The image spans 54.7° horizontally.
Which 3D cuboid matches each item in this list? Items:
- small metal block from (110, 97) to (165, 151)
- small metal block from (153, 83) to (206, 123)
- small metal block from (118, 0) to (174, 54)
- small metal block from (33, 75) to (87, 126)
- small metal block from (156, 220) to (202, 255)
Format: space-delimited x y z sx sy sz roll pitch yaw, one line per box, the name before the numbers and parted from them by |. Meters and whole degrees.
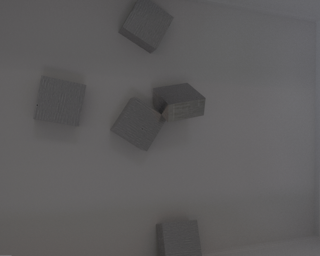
small metal block | -0.028 -0.005 0.400 0.050 0.025 0.050 35 79 -17
small metal block | 0.024 -0.034 0.403 0.050 0.050 0.025 -12 125 -20
small metal block | -0.018 -0.134 0.403 0.050 0.025 0.050 30 80 -18
small metal block | -0.118 -0.031 0.367 0.050 0.025 0.050 11 87 -20
small metal block | 0.025 0.151 0.412 0.050 0.025 0.050 1 70 -20
